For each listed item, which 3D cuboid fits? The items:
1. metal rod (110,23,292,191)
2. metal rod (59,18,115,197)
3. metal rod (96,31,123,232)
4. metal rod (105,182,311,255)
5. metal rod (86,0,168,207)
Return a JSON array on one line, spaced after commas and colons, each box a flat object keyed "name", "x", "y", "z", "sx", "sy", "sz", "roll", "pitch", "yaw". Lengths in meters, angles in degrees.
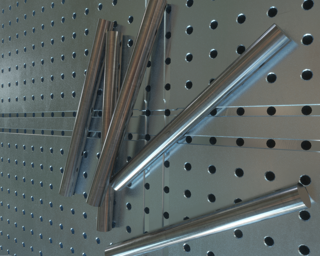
[{"name": "metal rod", "x": 0.029, "y": -0.007, "z": 0.383, "sx": 0.299, "sy": 0.025, "sz": 0.025, "roll": -44, "pitch": 64, "yaw": 31}, {"name": "metal rod", "x": -0.123, "y": -0.025, "z": 0.507, "sx": 0.025, "sy": 0.025, "sz": 0.298, "roll": 26, "pitch": 106, "yaw": 36}, {"name": "metal rod", "x": -0.077, "y": 0.007, "z": 0.470, "sx": 0.025, "sy": 0.025, "sz": 0.298, "roll": 6, "pitch": 94, "yaw": 39}, {"name": "metal rod", "x": 0.032, "y": 0.127, "z": 0.381, "sx": 0.299, "sy": 0.025, "sz": 0.025, "roll": -31, "pitch": 71, "yaw": 35}, {"name": "metal rod", "x": -0.049, "y": -0.031, "z": 0.430, "sx": 0.025, "sy": 0.025, "sz": 0.298, "roll": 25, "pitch": 100, "yaw": 37}]
